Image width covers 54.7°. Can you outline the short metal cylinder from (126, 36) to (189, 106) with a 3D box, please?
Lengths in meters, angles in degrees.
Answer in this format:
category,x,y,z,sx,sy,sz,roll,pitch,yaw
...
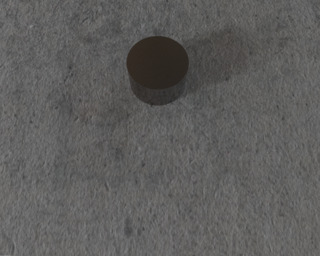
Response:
category,x,y,z,sx,sy,sz,roll,pitch,yaw
short metal cylinder,-0.003,-0.077,0.423,0.081,0.050,0.080,0,70,0
